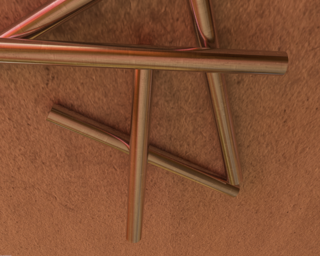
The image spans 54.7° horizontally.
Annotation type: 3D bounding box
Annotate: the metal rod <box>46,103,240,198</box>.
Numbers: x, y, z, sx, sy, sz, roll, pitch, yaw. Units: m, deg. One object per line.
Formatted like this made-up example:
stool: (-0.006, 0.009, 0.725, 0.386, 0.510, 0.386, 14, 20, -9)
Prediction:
metal rod: (-0.010, 0.039, 0.440, 0.302, 0.025, 0.025, 25, 126, -20)

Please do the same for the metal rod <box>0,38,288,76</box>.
metal rod: (-0.025, -0.071, 0.311, 0.302, 0.025, 0.025, 2, 130, -3)

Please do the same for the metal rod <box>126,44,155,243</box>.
metal rod: (-0.028, 0.041, 0.408, 0.025, 0.025, 0.298, 3, 120, -4)

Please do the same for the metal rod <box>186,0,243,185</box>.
metal rod: (0.074, -0.031, 0.381, 0.025, 0.025, 0.299, -13, 129, 10)

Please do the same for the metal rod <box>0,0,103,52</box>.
metal rod: (-0.083, -0.123, 0.300, 0.300, 0.025, 0.025, -23, 127, 17)
